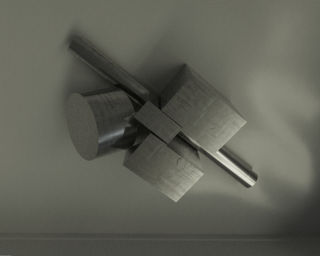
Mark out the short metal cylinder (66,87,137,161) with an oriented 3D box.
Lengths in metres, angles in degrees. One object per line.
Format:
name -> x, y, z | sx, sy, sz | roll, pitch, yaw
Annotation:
short metal cylinder -> -0.071, -0.006, 0.371 | 0.050, 0.080, 0.079 | -15, 116, -37

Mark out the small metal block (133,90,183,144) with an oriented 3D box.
small metal block -> -0.002, -0.015, 0.367 | 0.050, 0.050, 0.025 | 39, 105, -14

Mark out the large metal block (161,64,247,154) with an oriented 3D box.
large metal block -> 0.048, -0.027, 0.372 | 0.080, 0.080, 0.050 | 38, 105, -13

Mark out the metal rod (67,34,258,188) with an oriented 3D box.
metal rod -> 0.013, -0.014, 0.406 | 0.301, 0.025, 0.025 | 37, 106, -13

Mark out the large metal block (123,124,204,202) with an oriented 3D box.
large metal block -> 0.004, 0.034, 0.394 | 0.080, 0.080, 0.050 | 37, 106, -13
